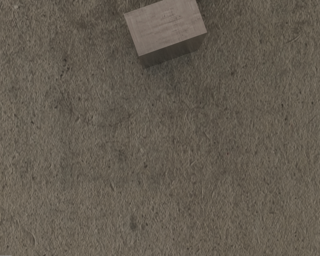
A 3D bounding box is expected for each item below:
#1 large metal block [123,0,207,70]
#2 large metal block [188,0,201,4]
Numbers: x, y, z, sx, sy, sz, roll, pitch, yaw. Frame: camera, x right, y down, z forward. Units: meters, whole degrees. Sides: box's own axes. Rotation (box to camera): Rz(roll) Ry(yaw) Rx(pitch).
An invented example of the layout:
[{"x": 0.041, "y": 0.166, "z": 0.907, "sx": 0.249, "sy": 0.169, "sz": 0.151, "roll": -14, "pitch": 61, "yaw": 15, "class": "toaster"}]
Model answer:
[{"x": 0.006, "y": -0.116, "z": 0.382, "sx": 0.080, "sy": 0.080, "sz": 0.050, "roll": -20, "pitch": 90, "yaw": 0, "class": "large metal block"}, {"x": 0.024, "y": -0.199, "z": 0.382, "sx": 0.080, "sy": 0.080, "sz": 0.050, "roll": 44, "pitch": 90, "yaw": 0, "class": "large metal block"}]
